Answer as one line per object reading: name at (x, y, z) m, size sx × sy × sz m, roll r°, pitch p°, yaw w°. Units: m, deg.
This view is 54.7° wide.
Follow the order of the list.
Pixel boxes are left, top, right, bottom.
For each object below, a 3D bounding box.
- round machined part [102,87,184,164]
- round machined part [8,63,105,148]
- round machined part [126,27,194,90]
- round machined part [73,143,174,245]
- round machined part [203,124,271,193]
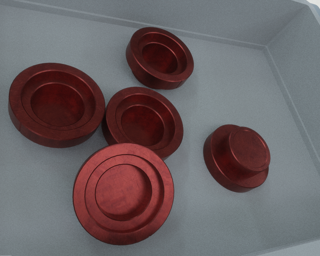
round machined part at (-0.024, 0.001, 0.381) m, size 0.099 × 0.042 × 0.098 m, roll 14°, pitch 56°, yaw -21°
round machined part at (-0.115, -0.021, 0.346) m, size 0.099 × 0.042 × 0.098 m, roll 14°, pitch 56°, yaw -21°
round machined part at (-0.004, -0.095, 0.451) m, size 0.099 × 0.042 × 0.098 m, roll 14°, pitch 56°, yaw -21°
round machined part at (-0.038, 0.065, 0.318) m, size 0.099 × 0.042 × 0.097 m, roll 1°, pitch 87°, yaw -16°
round machined part at (0.114, 0.037, 0.433) m, size 0.099 × 0.042 × 0.098 m, roll 14°, pitch 56°, yaw -21°
